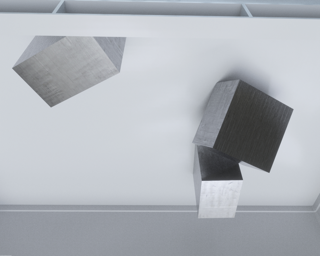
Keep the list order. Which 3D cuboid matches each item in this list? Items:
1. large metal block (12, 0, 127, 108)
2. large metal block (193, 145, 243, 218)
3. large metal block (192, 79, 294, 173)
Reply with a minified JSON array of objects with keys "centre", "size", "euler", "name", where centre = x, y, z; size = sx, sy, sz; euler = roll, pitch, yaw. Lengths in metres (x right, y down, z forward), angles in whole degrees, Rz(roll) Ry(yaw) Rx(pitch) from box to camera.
[{"centre":[-0.084,-0.077,0.306],"size":[0.080,0.080,0.050],"euler":[-23,127,18],"name":"large metal block"},{"centre":[0.077,0.068,0.433],"size":[0.050,0.080,0.079],"euler":[-1,130,0],"name":"large metal block"},{"centre":[0.097,-0.002,0.366],"size":[0.080,0.050,0.080],"euler":[24,85,-20],"name":"large metal block"}]
